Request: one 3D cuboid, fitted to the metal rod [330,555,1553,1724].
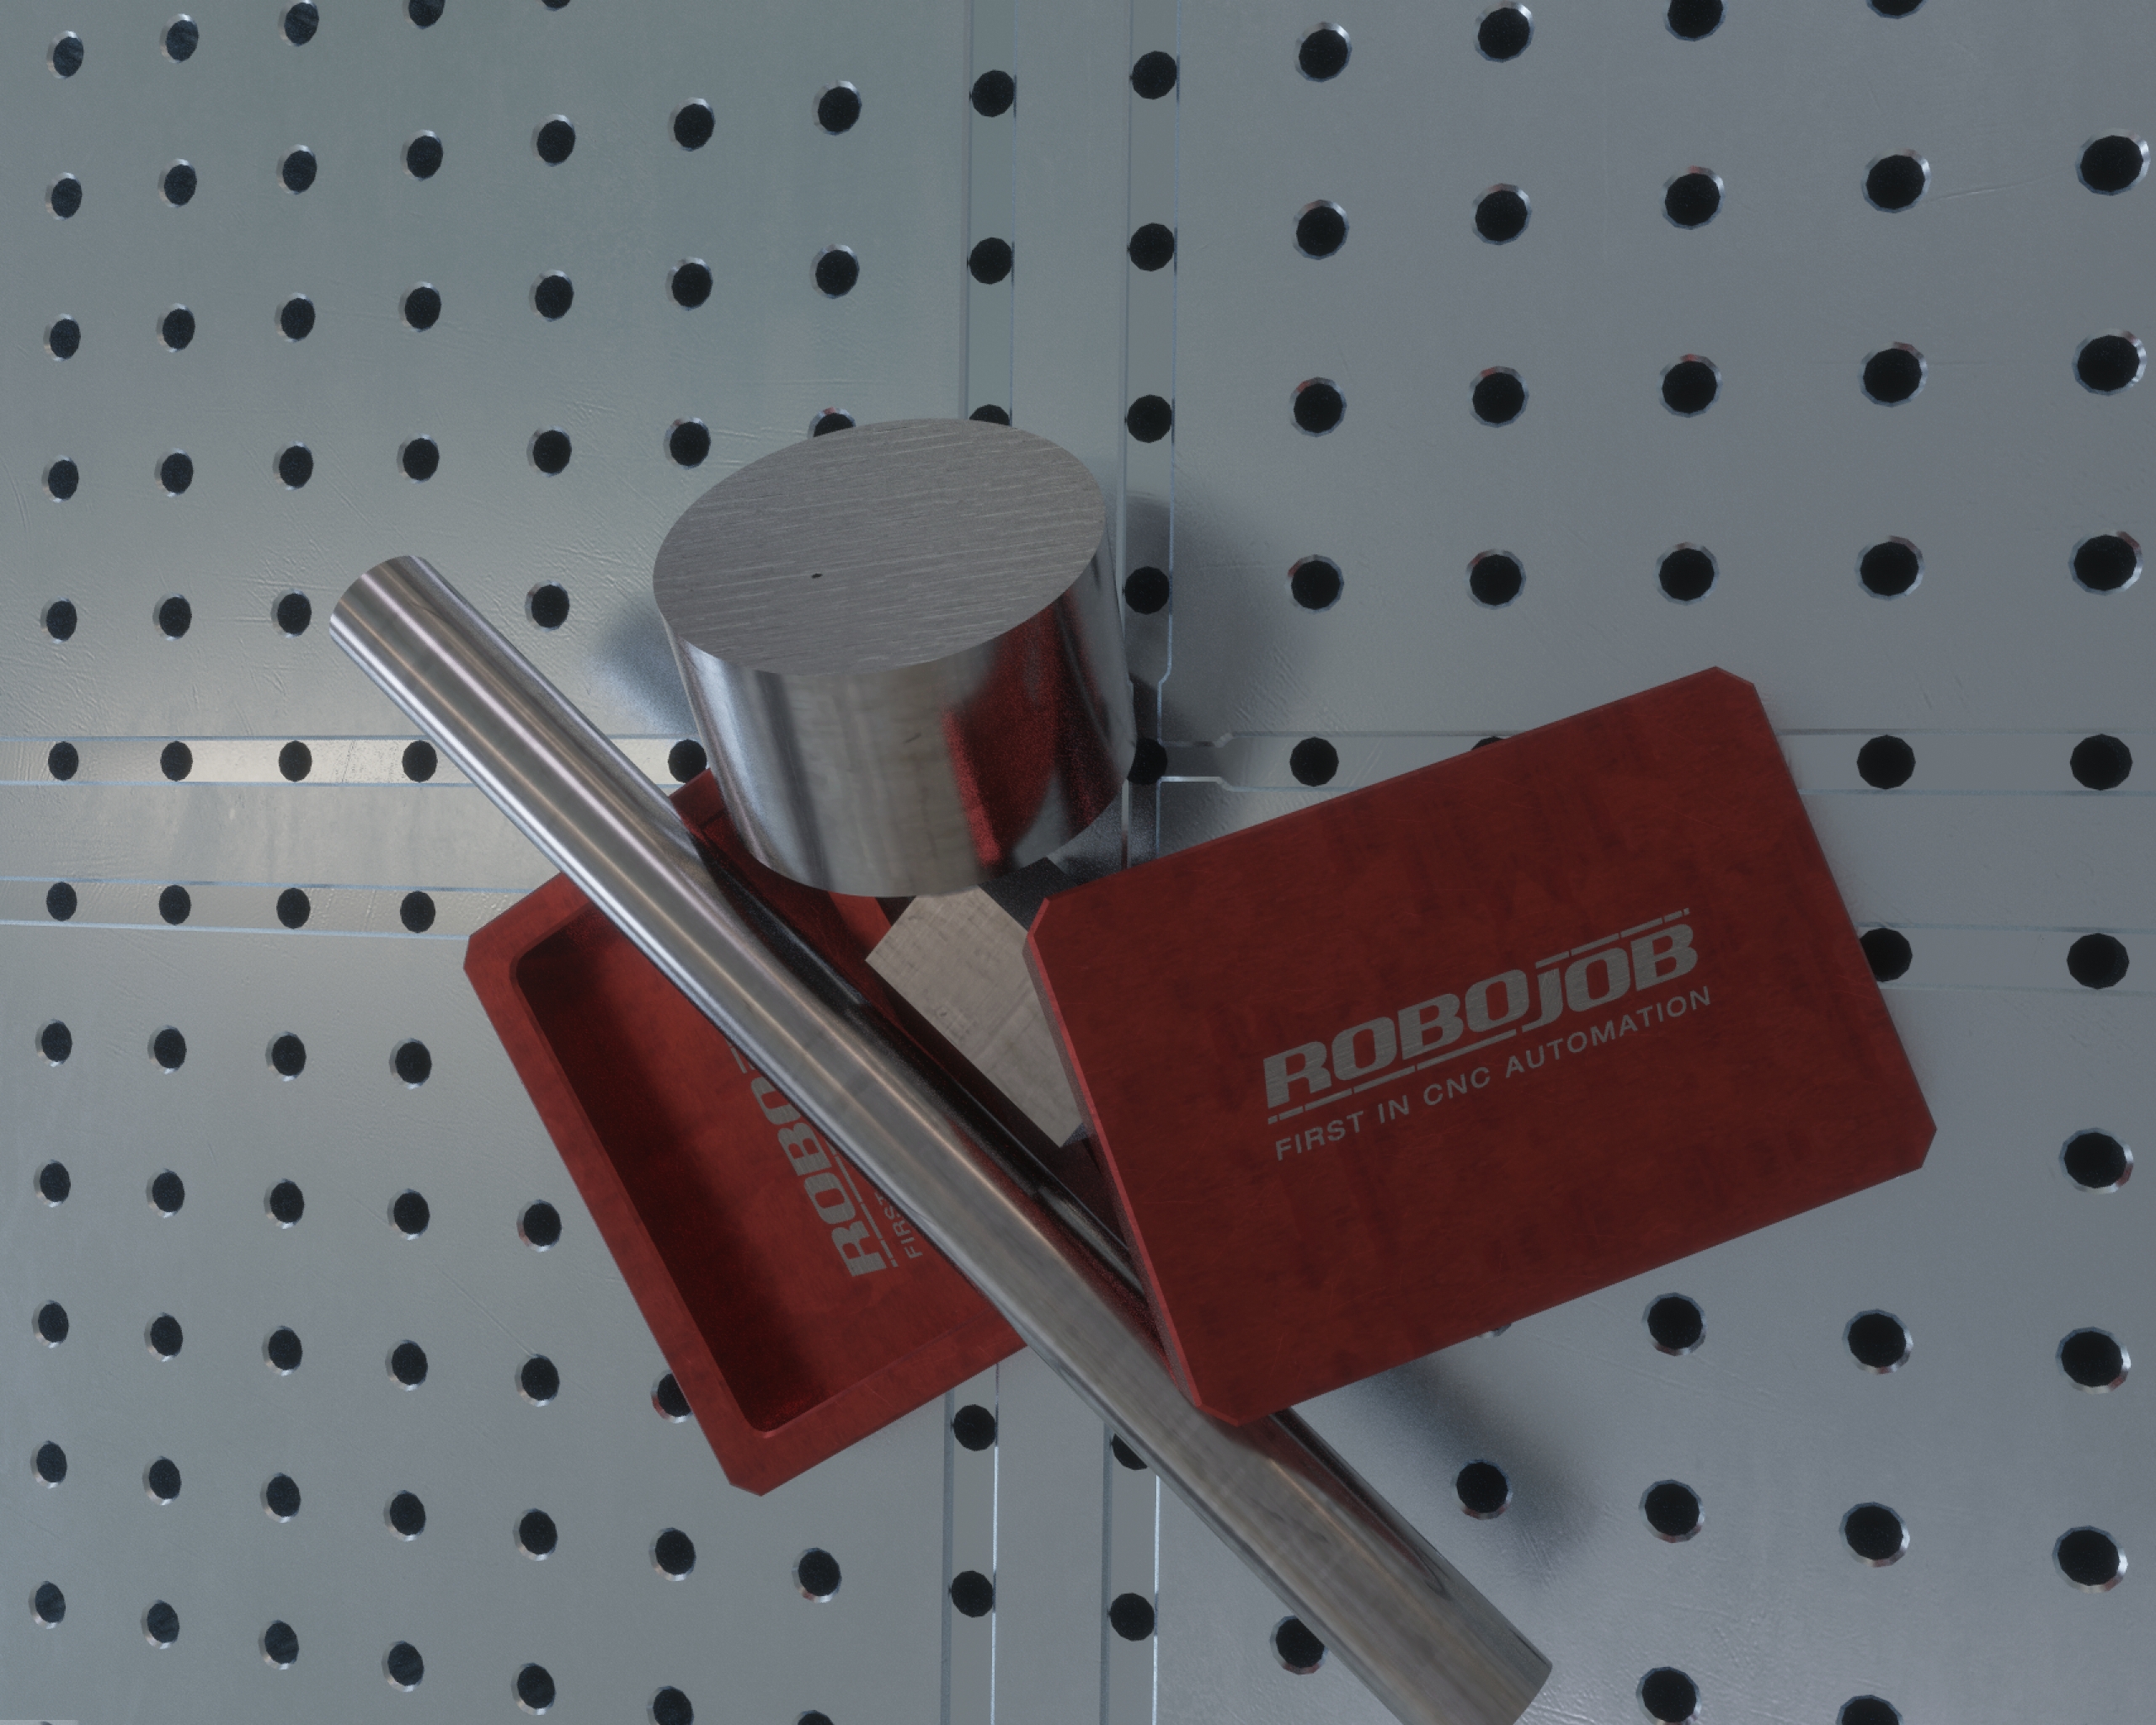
[{"bbox_3d":[-0.035,0.046,0.389,0.300,0.025,0.025,43,103,14],"label":"metal rod"}]

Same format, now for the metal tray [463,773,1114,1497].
[{"bbox_3d":[-0.058,0.050,0.426,0.090,0.030,0.130,-33,80,17],"label":"metal tray"}]

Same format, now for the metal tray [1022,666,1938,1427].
[{"bbox_3d":[0.066,0.030,0.355,0.131,0.030,0.090,-19,83,-6],"label":"metal tray"}]

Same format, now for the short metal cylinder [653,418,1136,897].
[{"bbox_3d":[-0.032,-0.039,0.384,0.080,0.080,0.050,9,135,19],"label":"short metal cylinder"}]

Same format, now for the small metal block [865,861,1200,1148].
[{"bbox_3d":[-0.005,0.025,0.396,0.050,0.050,0.025,42,103,15],"label":"small metal block"}]
